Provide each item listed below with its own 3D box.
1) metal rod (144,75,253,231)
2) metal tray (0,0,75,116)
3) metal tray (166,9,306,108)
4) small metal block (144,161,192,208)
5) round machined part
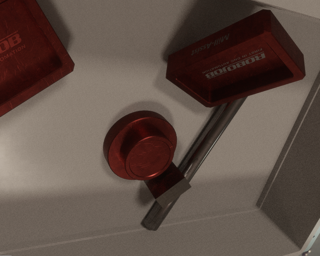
[{"bbox_3d":[0.062,0.033,0.464,0.025,0.025,0.299,22,107,-37],"label":"metal rod"},{"bbox_3d":[-0.155,-0.058,0.271,0.131,0.030,0.090,-37,130,-16],"label":"metal tray"},{"bbox_3d":[0.083,-0.070,0.354,0.090,0.130,0.030,29,57,-39],"label":"metal tray"},{"bbox_3d":[0.009,0.078,0.447,0.050,0.050,0.025,-36,129,-5],"label":"small metal block"},{"bbox_3d":[-0.021,0.030,0.406,0.099,0.042,0.097,-14,125,-21],"label":"round machined part"}]
